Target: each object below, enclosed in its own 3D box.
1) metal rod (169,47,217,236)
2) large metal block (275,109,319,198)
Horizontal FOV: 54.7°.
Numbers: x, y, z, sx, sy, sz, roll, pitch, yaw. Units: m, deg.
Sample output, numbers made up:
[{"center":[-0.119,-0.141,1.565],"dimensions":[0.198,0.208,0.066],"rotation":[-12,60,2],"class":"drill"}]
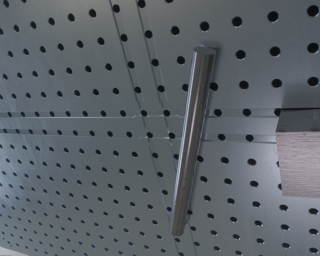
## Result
[{"center":[0.037,0.040,0.416],"dimensions":[0.025,0.025,0.298],"rotation":[17,126,18],"class":"metal rod"},{"center":[0.169,0.026,0.322],"dimensions":[0.080,0.050,0.080],"rotation":[-2,118,29],"class":"large metal block"}]
